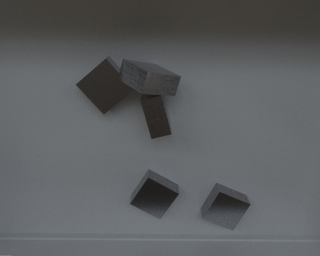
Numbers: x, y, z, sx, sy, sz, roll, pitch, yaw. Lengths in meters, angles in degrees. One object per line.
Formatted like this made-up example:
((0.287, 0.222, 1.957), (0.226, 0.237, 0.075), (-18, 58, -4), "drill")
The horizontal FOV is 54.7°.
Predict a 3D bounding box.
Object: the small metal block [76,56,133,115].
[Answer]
((-0.067, -0.054, 0.391), (0.050, 0.025, 0.050), (-38, 106, 12), "small metal block")

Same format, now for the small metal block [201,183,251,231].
((0.095, 0.115, 0.455), (0.050, 0.025, 0.050), (23, 108, -9), "small metal block")

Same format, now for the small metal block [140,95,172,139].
((-0.004, -0.021, 0.390), (0.025, 0.050, 0.050), (-14, 110, 5), "small metal block")

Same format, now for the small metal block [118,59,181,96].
((-0.013, -0.059, 0.365), (0.050, 0.050, 0.025), (-1, 116, -41), "small metal block")

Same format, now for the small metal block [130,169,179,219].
((-0.008, 0.095, 0.446), (0.050, 0.025, 0.050), (30, 107, -11), "small metal block")
